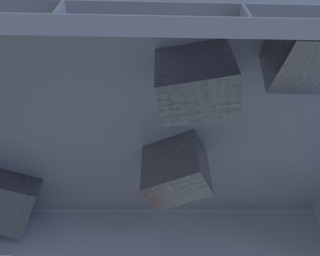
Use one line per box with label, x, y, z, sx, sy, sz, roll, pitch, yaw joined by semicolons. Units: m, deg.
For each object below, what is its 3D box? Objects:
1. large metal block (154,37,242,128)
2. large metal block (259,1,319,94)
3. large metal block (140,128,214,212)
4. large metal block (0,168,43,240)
large metal block;0.038;-0.050;0.331;0.080;0.080;0.050;-8;130;6
large metal block;0.156;-0.077;0.312;0.081;0.050;0.080;1;152;-1
large metal block;0.022;0.057;0.422;0.080;0.080;0.050;-20;128;16
large metal block;-0.234;0.113;0.470;0.081;0.050;0.079;19;108;-16
